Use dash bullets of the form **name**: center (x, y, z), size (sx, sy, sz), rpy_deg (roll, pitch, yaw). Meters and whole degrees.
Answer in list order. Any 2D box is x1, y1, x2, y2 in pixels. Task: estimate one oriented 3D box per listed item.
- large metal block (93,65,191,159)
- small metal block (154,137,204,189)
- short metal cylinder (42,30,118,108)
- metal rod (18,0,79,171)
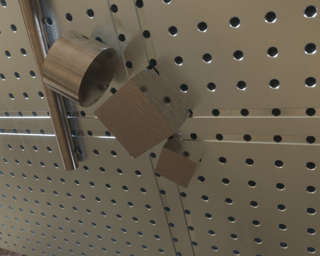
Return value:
- **large metal block**: center (-0.023, -0.019, 0.394), size (0.080, 0.050, 0.080), rpy_deg (-34, 99, 38)
- **small metal block**: center (0.025, 0.048, 0.426), size (0.050, 0.025, 0.050), rpy_deg (26, 127, 11)
- **short metal cylinder**: center (-0.096, -0.072, 0.380), size (0.050, 0.080, 0.079), rpy_deg (29, 128, 9)
- **metal rod**: center (-0.160, -0.064, 0.453), size (0.025, 0.025, 0.298), rpy_deg (10, 123, 23)
